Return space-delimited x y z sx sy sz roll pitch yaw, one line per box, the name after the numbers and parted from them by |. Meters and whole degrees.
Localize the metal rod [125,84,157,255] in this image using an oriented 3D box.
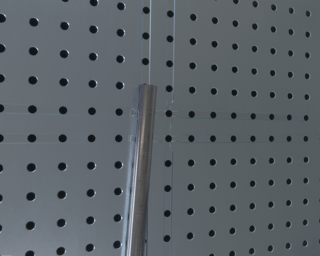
-0.028 0.094 0.402 0.025 0.025 0.298 5 88 -20 | metal rod
